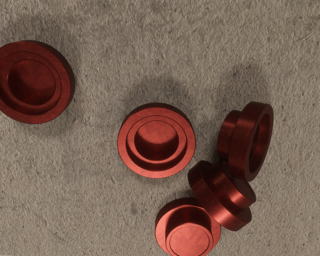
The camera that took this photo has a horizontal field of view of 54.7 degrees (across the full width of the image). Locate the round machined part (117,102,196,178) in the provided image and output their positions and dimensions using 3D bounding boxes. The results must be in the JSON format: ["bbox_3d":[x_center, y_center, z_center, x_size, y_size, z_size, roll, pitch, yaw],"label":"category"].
[{"bbox_3d":[-0.004,0.013,0.406,0.099,0.042,0.097,0,110,-1],"label":"round machined part"}]

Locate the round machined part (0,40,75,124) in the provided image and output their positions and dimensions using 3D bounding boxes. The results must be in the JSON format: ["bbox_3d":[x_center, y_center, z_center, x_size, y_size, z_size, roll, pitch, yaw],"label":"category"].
[{"bbox_3d":[-0.153,-0.057,0.377,0.099,0.042,0.097,0,110,-1],"label":"round machined part"}]

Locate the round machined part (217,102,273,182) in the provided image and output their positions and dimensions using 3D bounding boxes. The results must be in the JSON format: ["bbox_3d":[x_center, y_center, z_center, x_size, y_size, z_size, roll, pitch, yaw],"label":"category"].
[{"bbox_3d":[0.105,0.014,0.388,0.042,0.099,0.097,16,114,32],"label":"round machined part"}]

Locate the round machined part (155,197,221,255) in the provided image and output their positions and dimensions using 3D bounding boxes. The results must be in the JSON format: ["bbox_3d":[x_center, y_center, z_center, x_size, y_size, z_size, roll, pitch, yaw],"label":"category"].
[{"bbox_3d":[0.042,0.156,0.459,0.099,0.042,0.097,0,110,-1],"label":"round machined part"}]

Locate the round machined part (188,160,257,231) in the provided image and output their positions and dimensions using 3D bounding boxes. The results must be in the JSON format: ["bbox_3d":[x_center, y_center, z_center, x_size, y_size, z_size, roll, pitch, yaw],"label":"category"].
[{"bbox_3d":[0.085,0.079,0.400,0.098,0.098,0.042,41,109,-14],"label":"round machined part"}]
